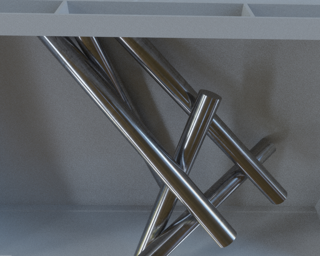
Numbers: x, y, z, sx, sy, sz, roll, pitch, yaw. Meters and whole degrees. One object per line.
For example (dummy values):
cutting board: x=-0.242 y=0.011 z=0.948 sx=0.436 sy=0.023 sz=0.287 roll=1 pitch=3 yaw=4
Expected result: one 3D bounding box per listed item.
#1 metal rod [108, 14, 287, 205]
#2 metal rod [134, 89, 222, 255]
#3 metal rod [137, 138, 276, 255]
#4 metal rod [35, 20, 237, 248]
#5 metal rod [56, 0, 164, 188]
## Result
metal rod: x=0.057 y=-0.008 z=0.365 sx=0.025 sy=0.025 sz=0.300 roll=-36 pitch=111 yaw=26
metal rod: x=0.006 y=0.094 z=0.383 sx=0.025 sy=0.025 sz=0.298 roll=15 pitch=114 yaw=-12
metal rod: x=0.040 y=0.115 z=0.392 sx=0.301 sy=0.025 sz=0.025 roll=-39 pitch=129 yaw=-16
metal rod: x=-0.022 y=0.010 z=0.333 sx=0.025 sy=0.025 sz=0.300 roll=-38 pitch=95 yaw=27
metal rod: x=-0.039 y=-0.017 z=0.393 sx=0.025 sy=0.025 sz=0.299 roll=-15 pitch=129 yaw=12
